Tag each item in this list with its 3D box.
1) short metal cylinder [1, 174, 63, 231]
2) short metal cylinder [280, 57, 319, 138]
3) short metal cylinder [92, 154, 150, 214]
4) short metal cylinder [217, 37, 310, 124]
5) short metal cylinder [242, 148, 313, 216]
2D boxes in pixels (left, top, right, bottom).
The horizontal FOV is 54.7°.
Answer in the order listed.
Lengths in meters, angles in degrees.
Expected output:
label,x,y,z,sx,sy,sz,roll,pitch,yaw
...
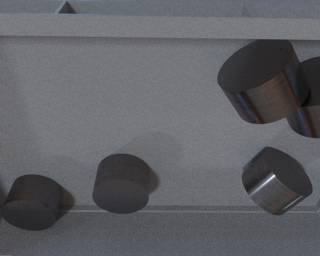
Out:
label,x,y,z,sx,sy,sz,roll,pitch,yaw
short metal cylinder,-0.201,0.119,0.492,0.081,0.050,0.079,0,130,0
short metal cylinder,0.178,-0.035,0.345,0.080,0.080,0.050,-23,127,18
short metal cylinder,-0.056,0.084,0.464,0.081,0.050,0.079,0,130,0
short metal cylinder,0.109,-0.051,0.331,0.080,0.080,0.050,-27,125,21
short metal cylinder,0.165,0.075,0.438,0.080,0.080,0.050,23,126,-18
